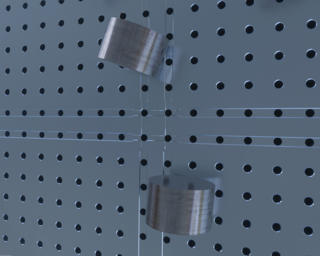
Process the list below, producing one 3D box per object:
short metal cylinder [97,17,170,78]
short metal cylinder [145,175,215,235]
[{"bbox_3d":[-0.034,-0.100,0.394,0.080,0.080,0.050,22,97,18],"label":"short metal cylinder"},{"bbox_3d":[0.024,0.090,0.374,0.080,0.080,0.050,6,92,19],"label":"short metal cylinder"}]
